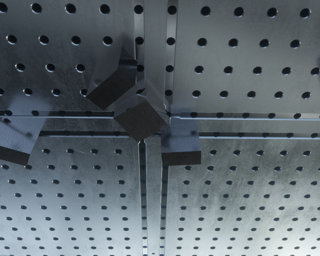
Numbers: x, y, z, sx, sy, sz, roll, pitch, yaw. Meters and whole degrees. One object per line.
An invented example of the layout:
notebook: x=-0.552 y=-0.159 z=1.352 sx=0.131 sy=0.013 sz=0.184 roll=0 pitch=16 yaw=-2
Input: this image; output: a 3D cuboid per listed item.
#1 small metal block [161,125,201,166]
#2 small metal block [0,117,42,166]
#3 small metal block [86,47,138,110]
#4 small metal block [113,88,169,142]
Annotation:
small metal block: x=0.027 y=0.023 z=0.416 sx=0.050 sy=0.050 sz=0.025 roll=-3 pitch=130 yaw=2
small metal block: x=-0.191 y=0.018 z=0.407 sx=0.050 sy=0.050 sz=0.025 roll=19 pitch=127 yaw=-16
small metal block: x=-0.053 y=-0.055 z=0.347 sx=0.050 sy=0.050 sz=0.025 roll=-35 pitch=122 yaw=25
small metal block: x=-0.023 y=-0.015 z=0.399 sx=0.050 sy=0.025 sz=0.050 roll=-27 pitch=126 yaw=21
